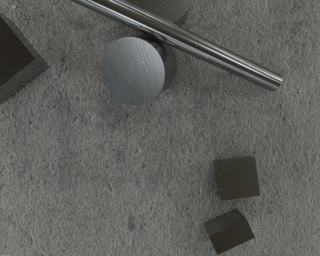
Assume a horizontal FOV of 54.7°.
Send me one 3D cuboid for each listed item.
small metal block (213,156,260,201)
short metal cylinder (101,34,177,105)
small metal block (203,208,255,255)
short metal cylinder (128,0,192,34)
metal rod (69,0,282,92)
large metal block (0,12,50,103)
[{"bbox_3d":[0.101,0.066,0.411,0.050,0.025,0.050,-8,90,-1],"label":"small metal block"},{"bbox_3d":[-0.024,-0.073,0.381,0.080,0.050,0.079,7,112,17],"label":"short metal cylinder"},{"bbox_3d":[0.087,0.132,0.399,0.050,0.050,0.025,-25,90,0],"label":"small metal block"},{"bbox_3d":[-0.001,-0.163,0.397,0.081,0.050,0.079,0,90,-1],"label":"short metal cylinder"},{"bbox_3d":[0.019,-0.109,0.368,0.302,0.025,0.025,20,90,-17],"label":"metal rod"},{"bbox_3d":[-0.206,-0.089,0.395,0.080,0.050,0.080,-39,91,0],"label":"large metal block"}]
